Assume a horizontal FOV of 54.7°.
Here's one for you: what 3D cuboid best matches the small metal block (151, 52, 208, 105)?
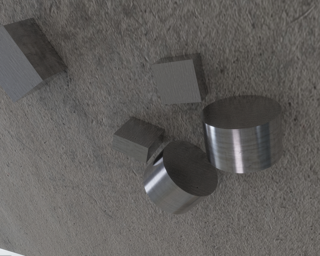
[{"bbox_3d":[0.024,-0.056,0.359,0.050,0.025,0.050,-2,118,29],"label":"small metal block"}]

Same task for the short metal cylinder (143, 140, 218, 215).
[{"bbox_3d":[0.026,0.063,0.396,0.080,0.080,0.050,40,129,1],"label":"short metal cylinder"}]

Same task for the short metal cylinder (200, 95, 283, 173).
[{"bbox_3d":[0.086,0.004,0.328,0.080,0.080,0.050,2,119,27],"label":"short metal cylinder"}]

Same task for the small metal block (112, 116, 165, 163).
[{"bbox_3d":[-0.028,0.014,0.414,0.050,0.050,0.025,21,126,15],"label":"small metal block"}]

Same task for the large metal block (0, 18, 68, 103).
[{"bbox_3d":[-0.192,-0.093,0.434,0.080,0.050,0.080,-23,106,36],"label":"large metal block"}]
